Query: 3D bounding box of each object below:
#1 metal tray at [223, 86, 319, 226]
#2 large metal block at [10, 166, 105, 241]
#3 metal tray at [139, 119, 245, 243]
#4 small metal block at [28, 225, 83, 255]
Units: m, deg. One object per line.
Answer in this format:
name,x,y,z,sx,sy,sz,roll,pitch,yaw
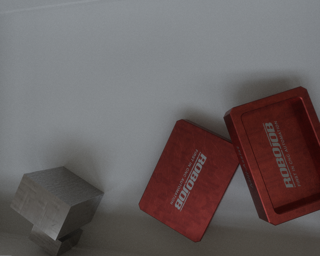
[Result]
metal tray,0.136,0.029,0.342,0.091,0.030,0.129,-18,84,-5
large metal block,-0.139,0.099,0.429,0.080,0.080,0.050,29,99,17
metal tray,0.040,0.064,0.393,0.090,0.030,0.129,27,99,17
small metal block,-0.150,0.154,0.448,0.050,0.050,0.025,26,99,18
